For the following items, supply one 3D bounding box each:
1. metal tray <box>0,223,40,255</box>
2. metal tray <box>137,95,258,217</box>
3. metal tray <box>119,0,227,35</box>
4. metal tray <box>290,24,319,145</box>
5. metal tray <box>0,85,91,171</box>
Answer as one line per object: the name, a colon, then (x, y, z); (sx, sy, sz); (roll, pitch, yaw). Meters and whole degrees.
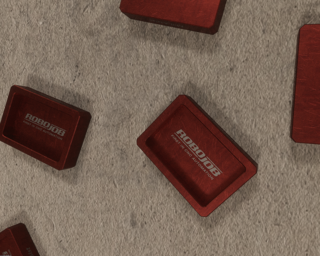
metal tray: (-0.227, 0.228, 0.484); (0.090, 0.030, 0.130); (-34, 79, 16)
metal tray: (0.045, 0.033, 0.389); (0.090, 0.030, 0.130); (-46, 76, 14)
metal tray: (0.021, -0.179, 0.398); (0.130, 0.030, 0.089); (17, 96, 18)
metal tray: (0.195, -0.046, 0.338); (0.090, 0.030, 0.129); (4, 91, 19)
metal tray: (-0.177, -0.002, 0.466); (0.130, 0.030, 0.089); (22, 97, 18)
